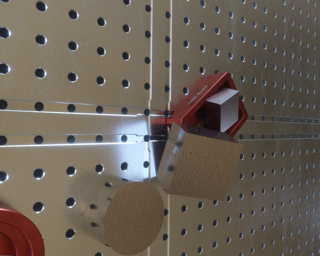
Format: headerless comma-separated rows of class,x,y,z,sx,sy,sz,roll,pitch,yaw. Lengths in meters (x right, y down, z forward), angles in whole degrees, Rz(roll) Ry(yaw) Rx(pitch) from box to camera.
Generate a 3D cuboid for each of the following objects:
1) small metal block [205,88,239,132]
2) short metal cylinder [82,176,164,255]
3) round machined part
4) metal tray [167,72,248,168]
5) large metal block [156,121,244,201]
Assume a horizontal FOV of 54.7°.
small metal block,0.093,-0.026,0.459,0.050,0.025,0.050,-34,131,-38
short metal cylinder,-0.042,0.098,0.358,0.081,0.050,0.079,0,90,-40
round machined part,-0.156,0.115,0.267,0.099,0.042,0.097,0,90,-40
metal tray,0.077,-0.014,0.470,0.131,0.030,0.090,-45,117,-31
large metal block,0.050,0.043,0.404,0.081,0.050,0.079,12,103,-20
